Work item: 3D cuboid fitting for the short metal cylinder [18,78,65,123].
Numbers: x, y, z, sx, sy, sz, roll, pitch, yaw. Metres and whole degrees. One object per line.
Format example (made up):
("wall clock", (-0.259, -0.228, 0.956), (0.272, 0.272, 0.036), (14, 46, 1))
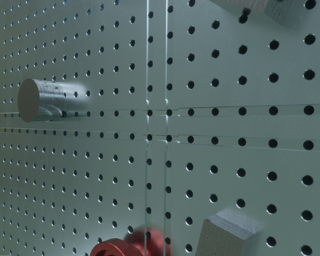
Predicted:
("short metal cylinder", (-0.221, -0.050, 0.576), (0.080, 0.050, 0.080), (0, 90, 40))

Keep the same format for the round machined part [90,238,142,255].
("round machined part", (-0.056, 0.208, 0.445), (0.098, 0.042, 0.097), (0, 90, 40))

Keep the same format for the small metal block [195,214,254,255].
("small metal block", (0.072, 0.134, 0.350), (0.050, 0.025, 0.050), (19, 102, 38))

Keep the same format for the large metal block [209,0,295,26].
("large metal block", (0.098, -0.159, 0.313), (0.080, 0.050, 0.079), (34, 111, 34))
